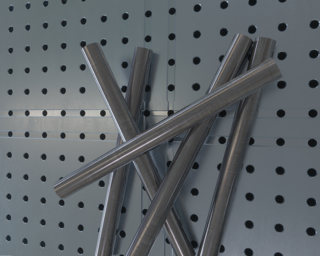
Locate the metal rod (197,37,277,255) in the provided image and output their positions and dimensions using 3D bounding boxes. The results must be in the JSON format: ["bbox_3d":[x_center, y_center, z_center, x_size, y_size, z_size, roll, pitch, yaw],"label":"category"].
[{"bbox_3d":[0.090,0.040,0.380,0.025,0.025,0.298,16,95,19],"label":"metal rod"}]

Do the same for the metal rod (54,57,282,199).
[{"bbox_3d":[-0.002,0.008,0.366,0.300,0.025,0.025,-30,80,14],"label":"metal rod"}]

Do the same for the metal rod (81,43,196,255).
[{"bbox_3d":[-0.028,0.031,0.401,0.025,0.025,0.299,-25,90,18],"label":"metal rod"}]

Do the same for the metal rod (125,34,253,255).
[{"bbox_3d":[0.036,0.026,0.376,0.025,0.025,0.299,26,89,18],"label":"metal rod"}]

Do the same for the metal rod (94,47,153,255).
[{"bbox_3d":[-0.051,0.039,0.431,0.025,0.025,0.298,13,94,19],"label":"metal rod"}]
